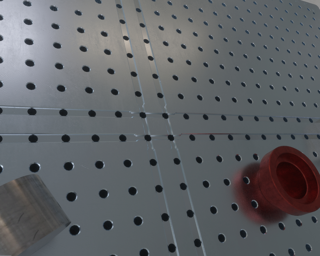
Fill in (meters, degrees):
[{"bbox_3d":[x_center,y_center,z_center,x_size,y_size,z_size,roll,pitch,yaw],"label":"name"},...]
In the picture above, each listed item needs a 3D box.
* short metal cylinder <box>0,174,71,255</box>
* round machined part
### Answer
[{"bbox_3d":[-0.123,0.083,0.256,0.081,0.080,0.050,-31,79,-38],"label":"short metal cylinder"},{"bbox_3d":[0.183,0.078,0.448,0.099,0.042,0.098,14,56,-21],"label":"round machined part"}]
